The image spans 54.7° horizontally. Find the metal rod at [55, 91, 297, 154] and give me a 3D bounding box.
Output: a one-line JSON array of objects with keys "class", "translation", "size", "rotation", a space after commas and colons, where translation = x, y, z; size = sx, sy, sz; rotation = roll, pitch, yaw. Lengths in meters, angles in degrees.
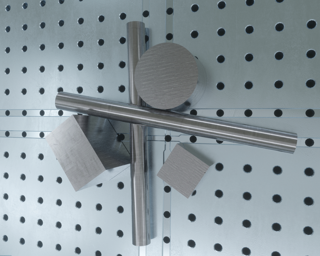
[{"class": "metal rod", "translation": [0.010, -0.009, 0.388], "size": [0.301, 0.025, 0.025], "rotation": [11, 94, 11]}]

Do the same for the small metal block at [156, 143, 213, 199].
[{"class": "small metal block", "translation": [0.032, 0.054, 0.401], "size": [0.050, 0.025, 0.050], "rotation": [35, 101, 16]}]

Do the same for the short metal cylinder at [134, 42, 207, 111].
[{"class": "short metal cylinder", "translation": [0.015, -0.062, 0.393], "size": [0.080, 0.050, 0.079], "rotation": [0, 90, 19]}]

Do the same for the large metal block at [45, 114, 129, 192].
[{"class": "large metal block", "translation": [-0.090, 0.030, 0.413], "size": [0.050, 0.080, 0.080], "rotation": [-36, 79, 16]}]

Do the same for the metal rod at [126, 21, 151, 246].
[{"class": "metal rod", "translation": [-0.029, 0.007, 0.422], "size": [0.025, 0.025, 0.298], "rotation": [-2, 89, 19]}]
